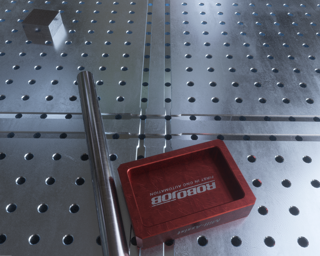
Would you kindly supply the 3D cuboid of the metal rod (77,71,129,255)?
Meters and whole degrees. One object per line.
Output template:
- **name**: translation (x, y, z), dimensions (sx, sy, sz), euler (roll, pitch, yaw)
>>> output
- **metal rod**: translation (-0.074, 0.034, 0.377), dimensions (0.025, 0.025, 0.300), euler (-11, 51, -10)

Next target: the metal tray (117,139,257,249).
- **metal tray**: translation (0.027, 0.069, 0.346), dimensions (0.131, 0.030, 0.090), euler (-14, 51, -12)

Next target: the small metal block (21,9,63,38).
- **small metal block**: translation (-0.214, -0.192, 0.566), dimensions (0.050, 0.025, 0.050), euler (8, 50, 6)
